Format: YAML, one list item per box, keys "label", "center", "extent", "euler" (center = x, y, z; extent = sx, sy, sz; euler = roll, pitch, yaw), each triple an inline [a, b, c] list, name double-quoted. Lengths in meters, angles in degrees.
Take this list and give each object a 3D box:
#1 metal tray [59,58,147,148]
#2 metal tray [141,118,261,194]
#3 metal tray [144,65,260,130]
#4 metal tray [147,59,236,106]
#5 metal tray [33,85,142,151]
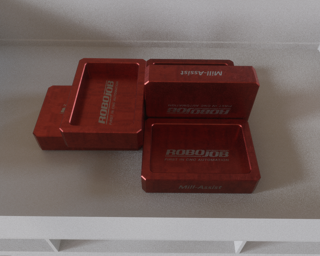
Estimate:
- label: "metal tray"
  center: [-0.064, -0.036, 0.389]
  extent: [0.091, 0.030, 0.130]
  euler: [1, 50, 0]
- label: "metal tray"
  center: [0.045, 0.032, 0.374]
  extent: [0.131, 0.030, 0.090]
  euler: [1, 50, 0]
- label: "metal tray"
  center: [0.048, -0.034, 0.389]
  extent: [0.131, 0.089, 0.030]
  euler: [1, 50, 0]
- label: "metal tray"
  center: [0.045, -0.061, 0.452]
  extent: [0.131, 0.030, 0.090]
  euler: [1, 50, 0]
- label: "metal tray"
  center: [-0.088, -0.015, 0.409]
  extent: [0.131, 0.030, 0.090]
  euler: [0, 50, 0]
